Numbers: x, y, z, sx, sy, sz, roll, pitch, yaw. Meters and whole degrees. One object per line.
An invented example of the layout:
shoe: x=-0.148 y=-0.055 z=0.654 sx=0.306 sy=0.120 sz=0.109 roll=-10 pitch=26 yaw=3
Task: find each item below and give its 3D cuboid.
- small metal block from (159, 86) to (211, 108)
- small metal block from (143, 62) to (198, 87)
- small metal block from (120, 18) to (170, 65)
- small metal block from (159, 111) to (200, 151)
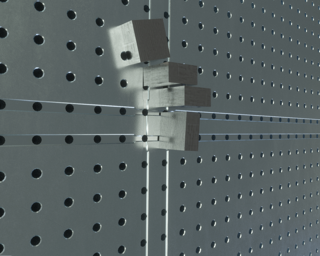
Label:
small metal block: x=0.034 y=-0.041 z=0.423 sx=0.050 sy=0.050 sz=0.025 roll=-1 pitch=91 yaw=-40
small metal block: x=0.013 y=-0.068 z=0.406 sx=0.050 sy=0.050 sz=0.025 roll=-2 pitch=92 yaw=-40
small metal block: x=-0.018 y=-0.110 z=0.396 sx=0.050 sy=0.025 sz=0.050 roll=-20 pitch=103 yaw=-39
small metal block: x=0.026 y=0.004 z=0.417 sx=0.025 sy=0.050 sz=0.050 roll=6 pitch=86 yaw=-40
